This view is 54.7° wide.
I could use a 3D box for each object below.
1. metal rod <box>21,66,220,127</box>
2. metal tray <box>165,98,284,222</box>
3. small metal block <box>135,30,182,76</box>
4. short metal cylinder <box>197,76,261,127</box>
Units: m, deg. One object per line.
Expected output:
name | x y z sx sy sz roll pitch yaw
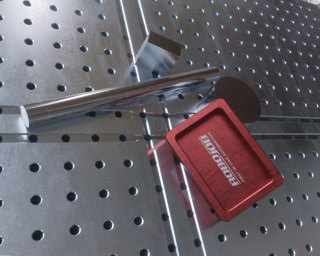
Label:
metal rod | -0.029 -0.051 0.423 0.302 0.025 0.025 -18 71 -35
metal tray | 0.078 0.039 0.393 0.090 0.030 0.130 -34 79 -4
small metal block | -0.003 -0.108 0.456 0.050 0.050 0.025 20 54 -17
short metal cylinder | 0.103 -0.030 0.466 0.081 0.050 0.080 14 56 -21
